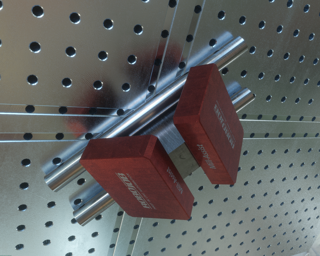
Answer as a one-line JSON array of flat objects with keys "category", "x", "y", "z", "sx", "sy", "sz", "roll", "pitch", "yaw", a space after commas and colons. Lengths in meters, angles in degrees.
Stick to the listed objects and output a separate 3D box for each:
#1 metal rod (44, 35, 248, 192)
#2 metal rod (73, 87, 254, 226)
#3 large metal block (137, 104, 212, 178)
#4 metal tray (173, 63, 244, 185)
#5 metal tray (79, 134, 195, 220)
[{"category": "metal rod", "x": -0.014, "y": -0.020, "z": 0.393, "sx": 0.301, "sy": 0.025, "sz": 0.025, "roll": -37, "pitch": 130, "yaw": -4}, {"category": "metal rod", "x": 0.008, "y": 0.038, "z": 0.441, "sx": 0.301, "sy": 0.025, "sz": 0.025, "roll": -36, "pitch": 130, "yaw": -5}, {"category": "large metal block", "x": 0.016, "y": 0.017, "z": 0.396, "sx": 0.080, "sy": 0.080, "sz": 0.050, "roll": -36, "pitch": 130, "yaw": -5}, {"category": "metal tray", "x": 0.065, "y": -0.001, "z": 0.377, "sx": 0.130, "sy": 0.030, "sz": 0.090, "roll": 56, "pitch": 42, "yaw": -39}, {"category": "metal tray", "x": -0.023, "y": 0.063, "z": 0.369, "sx": 0.090, "sy": 0.030, "sz": 0.130, "roll": -5, "pitch": 135, "yaw": 27}]
